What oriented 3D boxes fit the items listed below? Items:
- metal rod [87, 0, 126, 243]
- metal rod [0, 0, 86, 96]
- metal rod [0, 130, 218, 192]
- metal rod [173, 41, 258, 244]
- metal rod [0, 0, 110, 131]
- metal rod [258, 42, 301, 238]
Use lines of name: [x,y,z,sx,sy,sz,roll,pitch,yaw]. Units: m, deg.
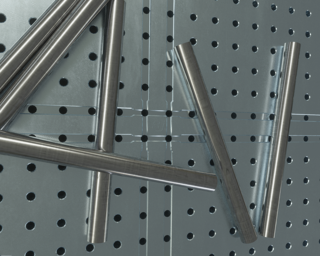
metal rod: [-0.067,-0.011,0.387,0.025,0.025,0.298,5,88,-20]
metal rod: [-0.137,-0.113,0.361,0.025,0.025,0.300,40,77,-16]
metal rod: [-0.068,0.039,0.359,0.302,0.025,0.025,14,86,-20]
metal rod: [0.081,0.026,0.442,0.025,0.025,0.299,-23,98,-19]
metal rod: [-0.122,-0.089,0.357,0.025,0.025,0.300,38,81,-16]
metal rod: [0.185,0.016,0.480,0.025,0.025,0.299,10,87,-20]
